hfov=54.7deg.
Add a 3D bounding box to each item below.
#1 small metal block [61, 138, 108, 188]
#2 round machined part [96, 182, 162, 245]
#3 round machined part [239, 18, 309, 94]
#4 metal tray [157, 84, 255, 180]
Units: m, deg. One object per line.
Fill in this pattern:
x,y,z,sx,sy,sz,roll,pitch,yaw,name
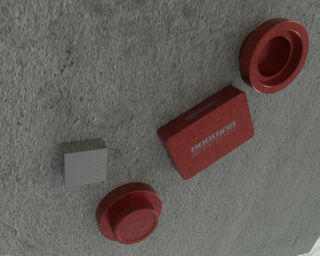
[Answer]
-0.094,0.043,0.383,0.050,0.025,0.050,-7,122,-25,small metal block
-0.041,0.132,0.457,0.099,0.042,0.097,-14,125,-21,round machined part
0.147,-0.099,0.417,0.099,0.042,0.097,-14,125,-21,round machined part
0.070,0.008,0.449,0.131,0.030,0.090,-32,129,-8,metal tray
